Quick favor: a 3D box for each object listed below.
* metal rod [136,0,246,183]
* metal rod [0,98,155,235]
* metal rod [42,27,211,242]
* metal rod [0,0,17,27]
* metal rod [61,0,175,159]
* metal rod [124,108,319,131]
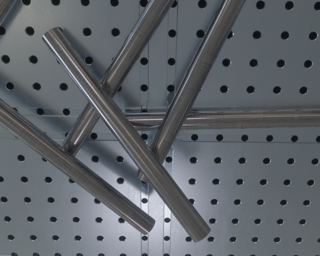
[{"bbox_3d":[0.045,-0.067,0.370,0.025,0.025,0.299,25,101,-9],"label":"metal rod"},{"bbox_3d":[-0.126,0.040,0.399,0.300,0.025,0.025,41,105,-11],"label":"metal rod"},{"bbox_3d":[-0.040,0.007,0.369,0.025,0.025,0.300,-37,89,12],"label":"metal rod"},{"bbox_3d":[-0.265,-0.055,0.391,0.025,0.025,0.299,38,105,-13],"label":"metal rod"},{"bbox_3d":[-0.055,-0.066,0.388,0.025,0.025,0.299,32,107,-11],"label":"metal rod"},{"bbox_3d":[0.103,-0.011,0.409,0.302,0.025,0.025,-1,110,0],"label":"metal rod"}]
